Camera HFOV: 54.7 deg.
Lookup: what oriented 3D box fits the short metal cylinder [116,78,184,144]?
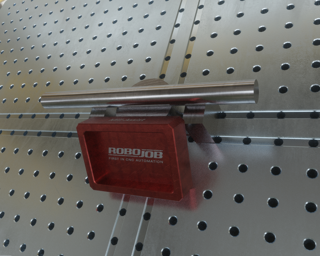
[{"bbox_3d":[-0.010,-0.018,0.408,0.080,0.050,0.080,-13,56,21],"label":"short metal cylinder"}]

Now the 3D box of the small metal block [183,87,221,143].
[{"bbox_3d":[0.051,-0.015,0.375,0.025,0.050,0.050,-1,61,28],"label":"small metal block"}]

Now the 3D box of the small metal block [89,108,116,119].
[{"bbox_3d":[-0.071,-0.018,0.441,0.025,0.050,0.050,-1,61,28],"label":"small metal block"}]

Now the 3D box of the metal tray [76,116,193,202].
[{"bbox_3d":[-0.032,0.033,0.366,0.130,0.089,0.030,1,19,28],"label":"metal tray"}]

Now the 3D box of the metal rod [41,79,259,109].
[{"bbox_3d":[-0.034,-0.039,0.386,0.300,0.025,0.025,1,62,29],"label":"metal rod"}]
